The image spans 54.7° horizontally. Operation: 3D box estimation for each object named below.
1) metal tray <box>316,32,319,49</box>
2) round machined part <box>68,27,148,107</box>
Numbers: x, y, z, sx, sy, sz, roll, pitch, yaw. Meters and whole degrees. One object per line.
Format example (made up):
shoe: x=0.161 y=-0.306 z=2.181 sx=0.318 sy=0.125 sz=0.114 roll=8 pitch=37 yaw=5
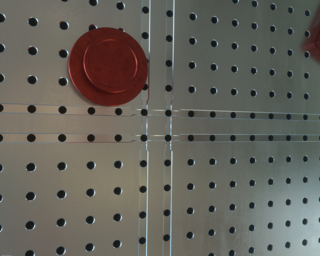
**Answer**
metal tray: x=0.330 y=-0.177 z=0.531 sx=0.090 sy=0.030 sz=0.130 roll=29 pitch=81 yaw=-18
round machined part: x=-0.061 y=-0.075 z=0.381 sx=0.099 sy=0.042 sz=0.097 roll=0 pitch=90 yaw=-20
